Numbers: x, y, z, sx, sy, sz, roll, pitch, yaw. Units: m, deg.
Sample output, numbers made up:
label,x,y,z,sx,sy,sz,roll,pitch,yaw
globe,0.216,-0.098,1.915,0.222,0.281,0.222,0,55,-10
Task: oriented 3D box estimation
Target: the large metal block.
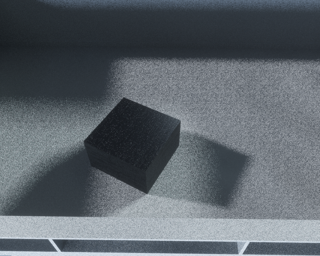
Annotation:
label,x,y,z,sx,sy,sz,roll,pitch,yaw
large metal block,-0.030,0.019,0.373,0.080,0.050,0.080,23,54,18
